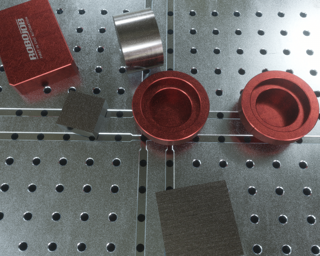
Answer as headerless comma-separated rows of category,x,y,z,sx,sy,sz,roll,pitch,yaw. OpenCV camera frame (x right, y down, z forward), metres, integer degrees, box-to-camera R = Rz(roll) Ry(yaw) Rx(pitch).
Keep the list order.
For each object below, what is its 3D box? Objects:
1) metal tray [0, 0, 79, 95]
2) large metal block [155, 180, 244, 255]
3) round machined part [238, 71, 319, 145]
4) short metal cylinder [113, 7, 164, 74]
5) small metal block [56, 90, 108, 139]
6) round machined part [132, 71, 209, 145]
metal tray,-0.186,-0.122,0.452,0.091,0.030,0.130,-23,72,-9
large metal block,0.041,0.110,0.358,0.081,0.050,0.080,-9,70,-4
round machined part,0.153,-0.024,0.412,0.099,0.042,0.098,0,70,0
short metal cylinder,-0.030,-0.119,0.426,0.050,0.080,0.080,-15,71,-5
small metal block,-0.103,-0.018,0.417,0.050,0.025,0.050,15,71,5
round machined part,0.014,-0.023,0.411,0.099,0.042,0.098,0,70,0
